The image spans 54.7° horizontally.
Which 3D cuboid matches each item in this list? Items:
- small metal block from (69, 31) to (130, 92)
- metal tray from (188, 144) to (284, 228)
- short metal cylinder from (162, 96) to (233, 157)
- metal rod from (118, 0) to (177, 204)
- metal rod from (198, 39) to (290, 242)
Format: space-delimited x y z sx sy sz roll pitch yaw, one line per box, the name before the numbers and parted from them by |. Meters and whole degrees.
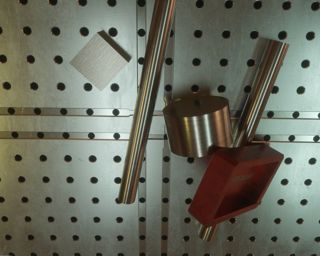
small metal block | -0.073 -0.082 0.382 0.050 0.025 0.050 43 104 -15
metal tray | 0.101 0.069 0.394 0.131 0.030 0.089 0 117 -47
short metal cylinder | 0.047 -0.004 0.383 0.080 0.080 0.050 -10 110 3
metal rod | -0.018 -0.033 0.400 0.025 0.025 0.298 11 110 -5
metal rod | 0.108 0.030 0.426 0.025 0.025 0.298 14 109 -5
